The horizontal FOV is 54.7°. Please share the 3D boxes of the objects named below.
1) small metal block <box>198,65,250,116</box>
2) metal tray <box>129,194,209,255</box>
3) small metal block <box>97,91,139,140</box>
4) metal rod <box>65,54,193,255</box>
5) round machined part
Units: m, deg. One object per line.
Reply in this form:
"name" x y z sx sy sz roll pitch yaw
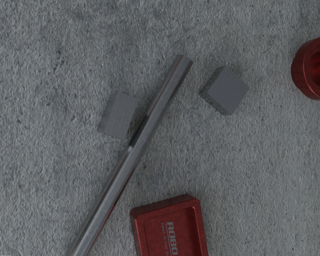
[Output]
"small metal block" 0.092 -0.053 0.445 0.050 0.025 0.050 39 78 -16
"metal tray" 0.016 0.163 0.413 0.091 0.030 0.129 -11 94 -20
"small metal block" -0.053 -0.014 0.377 0.025 0.050 0.050 21 83 -19
"metal rod" -0.037 0.036 0.396 0.025 0.025 0.299 32 79 -18
"round machined part" 0.251 -0.092 0.495 0.099 0.042 0.097 0 90 -21
